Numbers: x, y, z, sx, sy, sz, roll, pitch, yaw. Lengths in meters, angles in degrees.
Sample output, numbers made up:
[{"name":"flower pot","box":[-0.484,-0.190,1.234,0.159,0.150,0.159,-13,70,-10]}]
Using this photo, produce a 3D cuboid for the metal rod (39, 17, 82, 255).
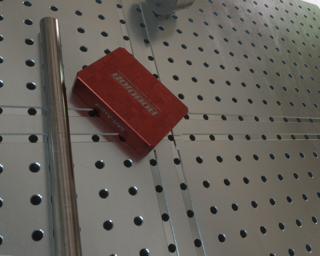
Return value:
[{"name":"metal rod","box":[-0.116,-0.007,0.349,0.025,0.025,0.299,1,61,-28]}]

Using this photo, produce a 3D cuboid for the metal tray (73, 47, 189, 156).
[{"name":"metal tray","box":[-0.036,-0.038,0.408,0.130,0.030,0.090,43,51,2]}]

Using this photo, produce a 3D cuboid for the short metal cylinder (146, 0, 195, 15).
[{"name":"short metal cylinder","box":[0.017,-0.238,0.527,0.050,0.080,0.080,-32,80,-38]}]
